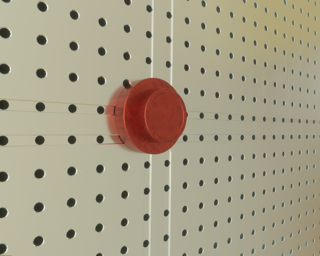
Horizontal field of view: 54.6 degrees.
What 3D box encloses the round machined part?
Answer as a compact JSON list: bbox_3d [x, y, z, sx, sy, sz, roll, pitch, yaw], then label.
[{"bbox_3d":[-0.004,-0.015,0.394,0.099,0.042,0.097,0,90,-40],"label":"round machined part"}]
